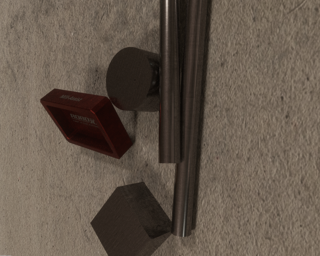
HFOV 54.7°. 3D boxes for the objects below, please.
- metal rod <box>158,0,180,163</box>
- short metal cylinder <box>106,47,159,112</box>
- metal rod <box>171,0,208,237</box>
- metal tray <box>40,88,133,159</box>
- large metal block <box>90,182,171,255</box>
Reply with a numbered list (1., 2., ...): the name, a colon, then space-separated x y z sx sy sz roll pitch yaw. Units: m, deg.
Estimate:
1. metal rod: 0.012 -0.107 0.374 0.025 0.025 0.298 -5 81 39
2. short metal cylinder: -0.025 -0.062 0.407 0.080 0.050 0.079 0 90 39
3. metal rod: 0.036 -0.020 0.373 0.025 0.025 0.298 6 94 39
4. metal tray: -0.109 -0.008 0.455 0.130 0.030 0.090 12 139 39
5. large metal block: -0.038 0.132 0.418 0.080 0.050 0.080 51 120 27
